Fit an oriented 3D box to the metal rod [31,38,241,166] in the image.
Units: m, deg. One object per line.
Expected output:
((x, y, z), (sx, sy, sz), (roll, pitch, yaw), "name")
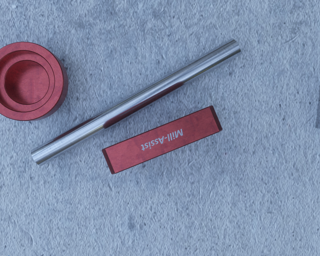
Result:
((-0.031, -0.034, 0.409), (0.301, 0.025, 0.025), (-29, 90, -1), "metal rod")

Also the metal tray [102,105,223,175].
((0.002, 0.013, 0.377), (0.131, 0.090, 0.030), (-22, 90, -1), "metal tray")

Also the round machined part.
((-0.167, -0.057, 0.399), (0.099, 0.042, 0.097), (0, 90, -1), "round machined part")

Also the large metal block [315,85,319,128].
((0.258, -0.035, 0.401), (0.081, 0.050, 0.079), (6, 90, -1), "large metal block")
